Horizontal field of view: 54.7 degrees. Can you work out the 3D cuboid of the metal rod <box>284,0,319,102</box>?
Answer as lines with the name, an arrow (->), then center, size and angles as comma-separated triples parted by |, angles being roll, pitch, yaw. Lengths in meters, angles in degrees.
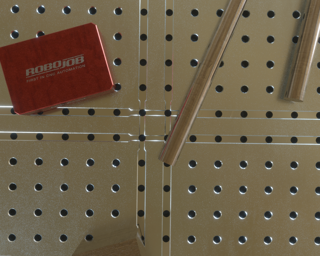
metal rod -> 0.214, -0.183, 0.416 | 0.025, 0.025, 0.298 | 14, 90, -1

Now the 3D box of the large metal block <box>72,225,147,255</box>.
large metal block -> -0.057, 0.182, 0.400 | 0.080, 0.050, 0.080 | -15, 90, -1

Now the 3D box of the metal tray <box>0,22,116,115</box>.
metal tray -> -0.133, -0.076, 0.409 | 0.131, 0.030, 0.090 | -16, 90, -1

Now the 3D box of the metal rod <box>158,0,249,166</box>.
metal rod -> 0.069, -0.091, 0.414 | 0.025, 0.025, 0.299 | 24, 90, -1
